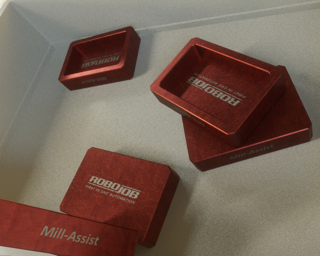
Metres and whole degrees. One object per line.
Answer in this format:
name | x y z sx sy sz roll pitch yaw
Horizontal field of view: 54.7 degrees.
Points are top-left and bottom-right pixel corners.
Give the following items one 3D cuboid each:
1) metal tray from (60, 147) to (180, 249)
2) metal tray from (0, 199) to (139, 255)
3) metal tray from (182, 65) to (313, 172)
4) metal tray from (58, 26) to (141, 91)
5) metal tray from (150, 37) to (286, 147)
metal tray | -0.051 0.079 0.379 0.130 0.030 0.090 10 66 32
metal tray | -0.096 0.091 0.276 0.090 0.131 0.030 -15 57 51
metal tray | 0.094 -0.011 0.359 0.130 0.030 0.090 -19 54 16
metal tray | -0.102 -0.117 0.525 0.130 0.030 0.090 -6 59 24
metal tray | 0.062 -0.047 0.358 0.130 0.030 0.090 34 80 38
